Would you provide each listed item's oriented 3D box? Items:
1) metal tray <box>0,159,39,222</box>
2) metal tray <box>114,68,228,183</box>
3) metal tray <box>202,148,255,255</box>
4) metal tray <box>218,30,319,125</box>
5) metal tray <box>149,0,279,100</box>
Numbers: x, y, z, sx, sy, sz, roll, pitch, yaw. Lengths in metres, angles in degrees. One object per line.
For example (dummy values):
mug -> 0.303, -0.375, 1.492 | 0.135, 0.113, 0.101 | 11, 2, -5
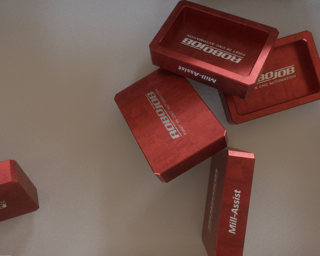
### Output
metal tray -> -0.222, 0.087, 0.363 | 0.131, 0.090, 0.030 | -16, 57, -13
metal tray -> 0.010, -0.011, 0.376 | 0.090, 0.030, 0.130 | -31, 58, 0
metal tray -> 0.080, 0.090, 0.379 | 0.030, 0.090, 0.129 | 7, 90, -1
metal tray -> 0.143, -0.065, 0.409 | 0.131, 0.030, 0.090 | -17, 90, 0
metal tray -> 0.064, -0.099, 0.377 | 0.130, 0.030, 0.090 | 24, 68, 15
